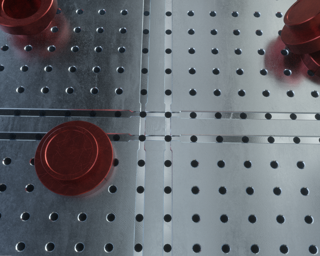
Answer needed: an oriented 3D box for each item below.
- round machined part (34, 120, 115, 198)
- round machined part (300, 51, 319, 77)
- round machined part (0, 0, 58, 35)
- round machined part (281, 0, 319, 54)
[{"bbox_3d":[-0.108,0.036,0.388,0.099,0.042,0.098,0,70,-1],"label":"round machined part"},{"bbox_3d":[0.261,-0.120,0.450,0.099,0.042,0.098,0,70,-1],"label":"round machined part"},{"bbox_3d":[-0.204,-0.180,0.466,0.099,0.042,0.098,0,70,-1],"label":"round machined part"},{"bbox_3d":[0.214,-0.153,0.430,0.042,0.098,0.098,42,70,-27],"label":"round machined part"}]
